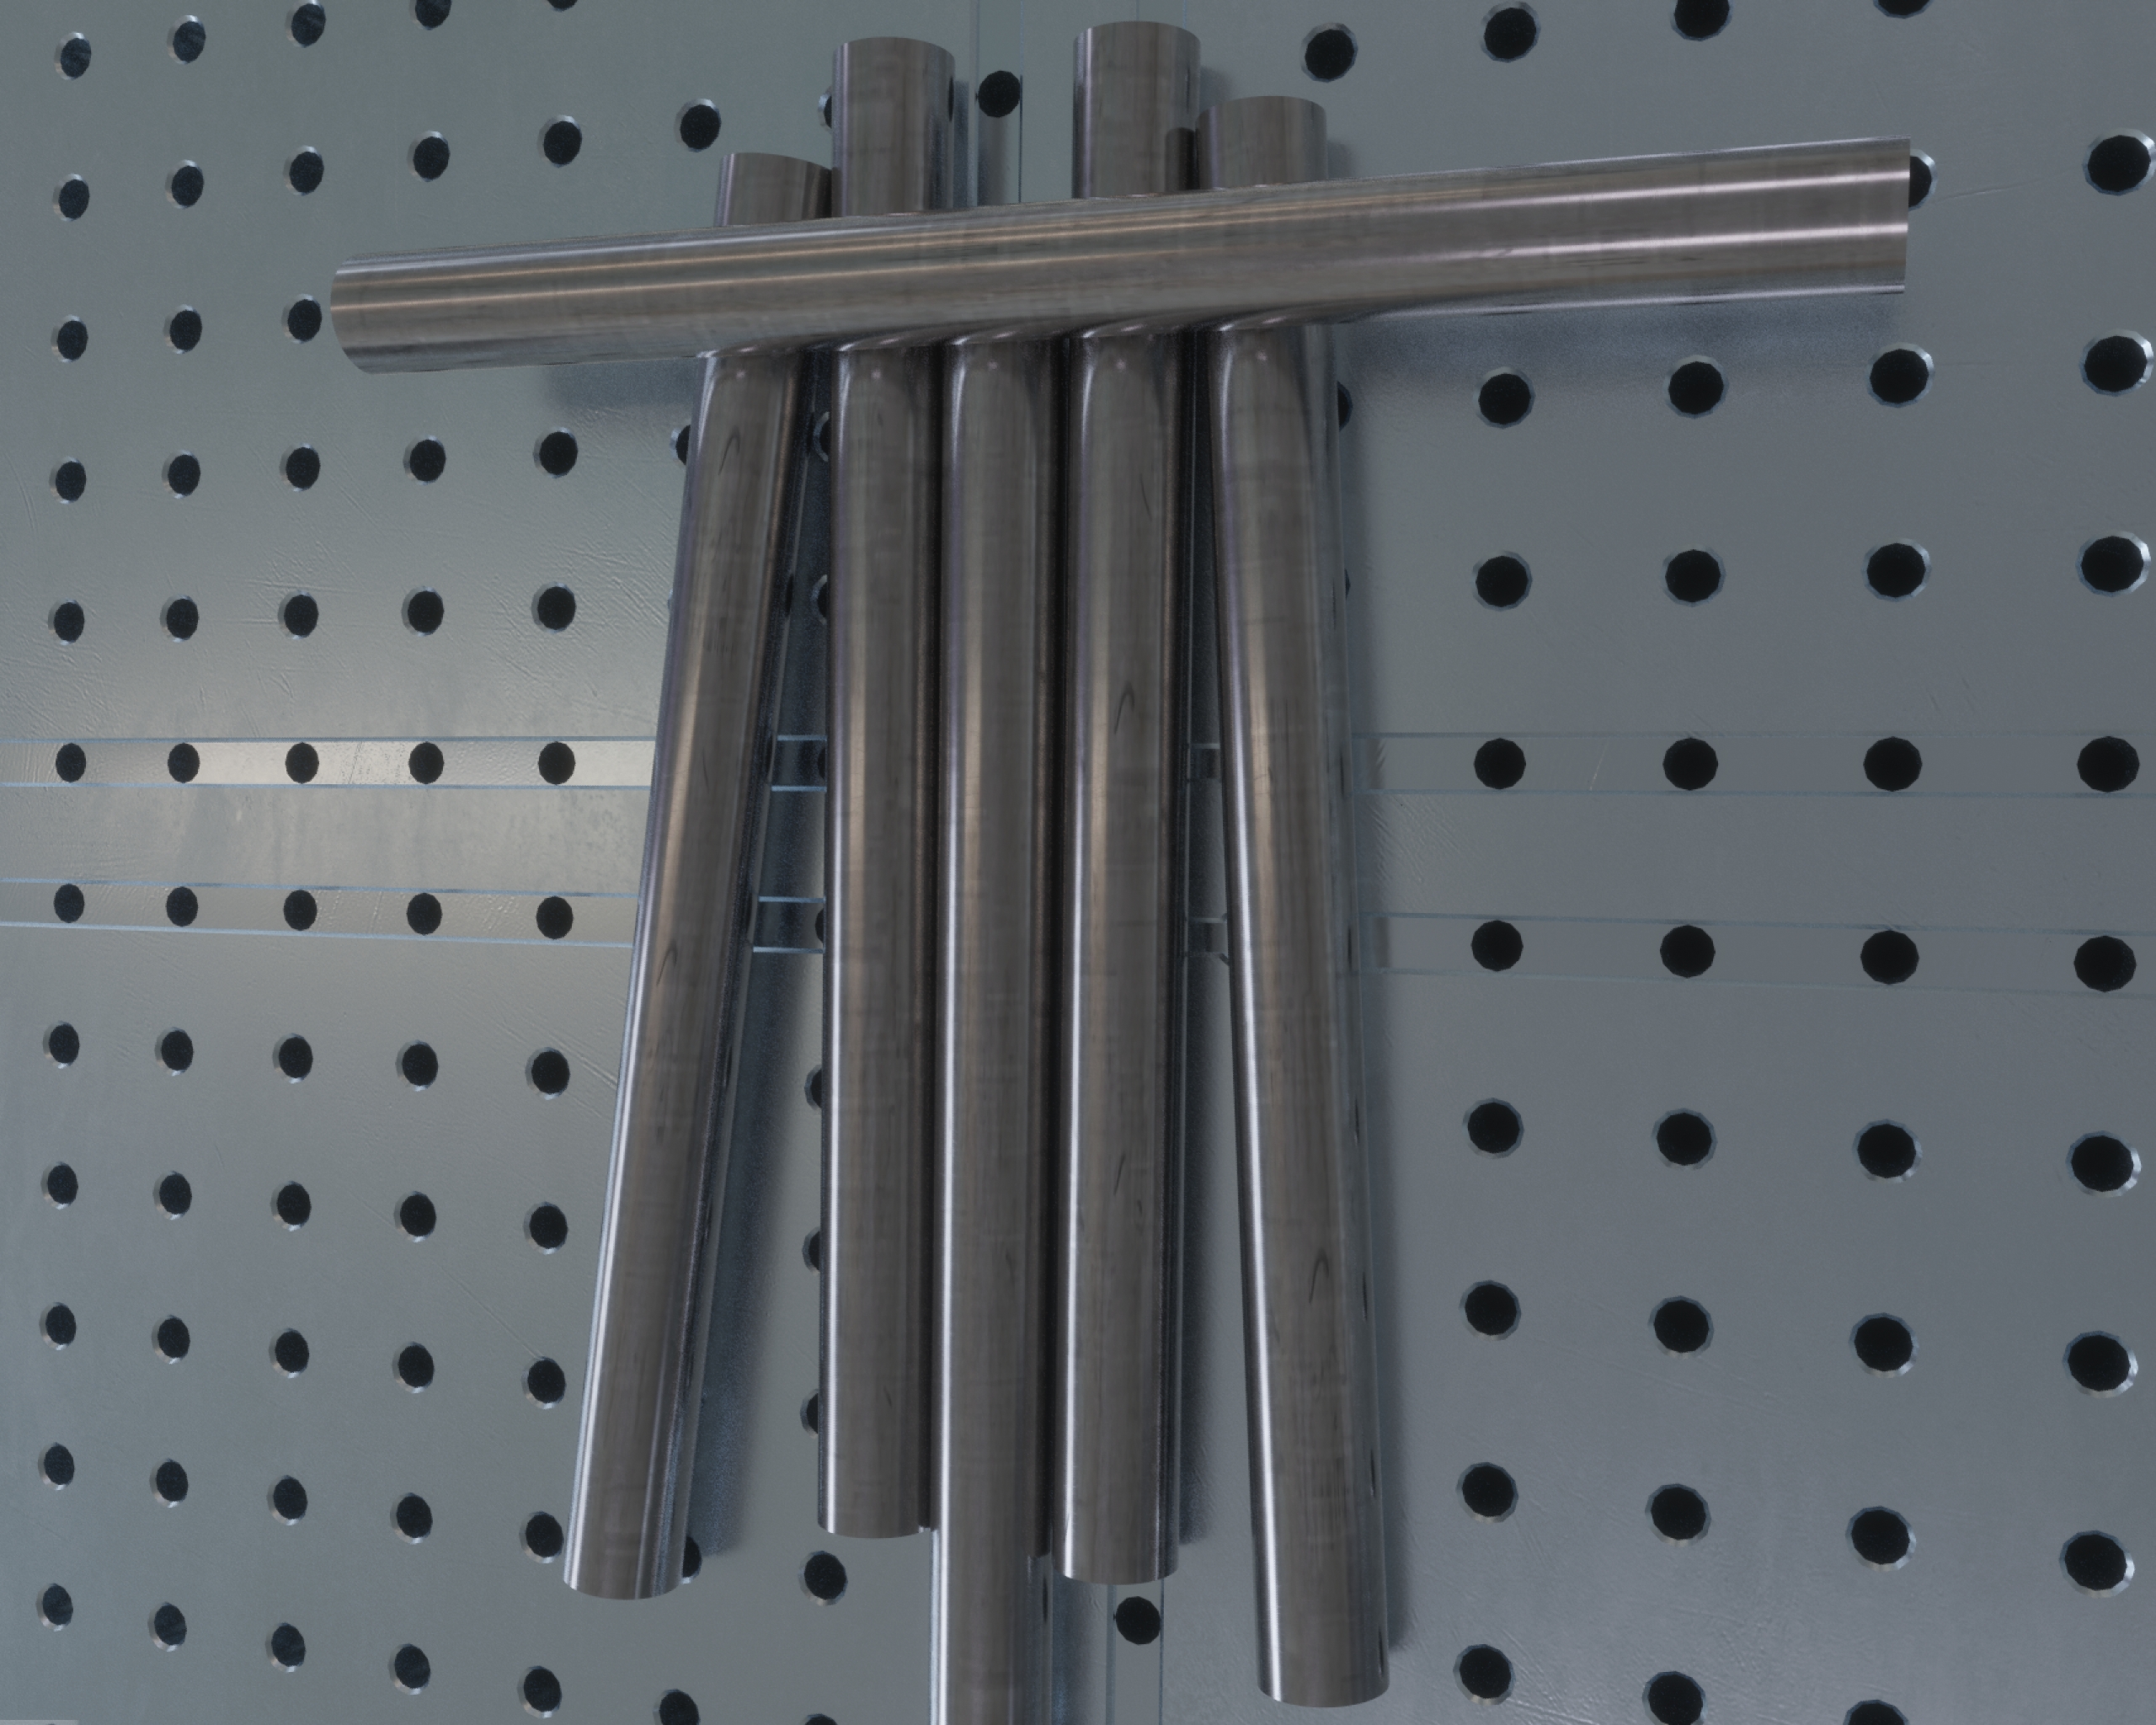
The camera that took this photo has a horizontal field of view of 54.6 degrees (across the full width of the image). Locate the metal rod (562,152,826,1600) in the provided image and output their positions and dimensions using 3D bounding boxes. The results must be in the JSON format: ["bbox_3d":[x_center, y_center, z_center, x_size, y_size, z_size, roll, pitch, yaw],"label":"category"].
[{"bbox_3d":[-0.079,0.004,0.440,0.025,0.025,0.298,8,93,20],"label":"metal rod"}]

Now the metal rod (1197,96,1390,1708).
[{"bbox_3d":[0.041,0.007,0.399,0.025,0.025,0.298,-3,89,20],"label":"metal rod"}]

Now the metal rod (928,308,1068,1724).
[{"bbox_3d":[-0.016,0.041,0.418,0.025,0.025,0.298,1,91,20],"label":"metal rod"}]

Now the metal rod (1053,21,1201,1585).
[{"bbox_3d":[0.010,-0.011,0.411,0.025,0.025,0.298,1,90,20],"label":"metal rod"}]

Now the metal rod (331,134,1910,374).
[{"bbox_3d":[-0.007,-0.110,0.389,0.301,0.025,0.025,2,91,20],"label":"metal rod"}]

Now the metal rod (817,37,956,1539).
[{"bbox_3d":[-0.039,-0.015,0.427,0.025,0.025,0.298,1,90,20],"label":"metal rod"}]
